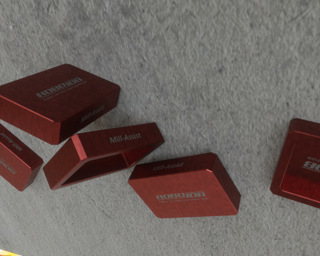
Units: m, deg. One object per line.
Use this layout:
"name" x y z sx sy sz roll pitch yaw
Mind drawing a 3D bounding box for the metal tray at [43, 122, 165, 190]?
"metal tray" -0.068 0.033 0.393 0.090 0.131 0.030 -39 70 39

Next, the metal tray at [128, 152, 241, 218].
"metal tray" 0.032 0.083 0.425 0.130 0.030 0.090 -14 124 33

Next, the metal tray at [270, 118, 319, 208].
"metal tray" 0.195 0.049 0.330 0.130 0.030 0.089 16 125 18

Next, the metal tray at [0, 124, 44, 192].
"metal tray" -0.290 0.051 0.585 0.130 0.030 0.089 40 129 0

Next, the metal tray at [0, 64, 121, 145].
"metal tray" -0.119 -0.036 0.376 0.090 0.131 0.030 24 121 13
